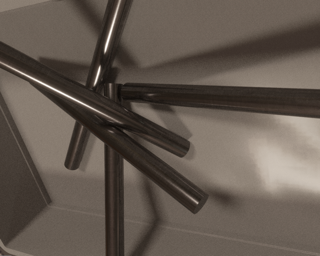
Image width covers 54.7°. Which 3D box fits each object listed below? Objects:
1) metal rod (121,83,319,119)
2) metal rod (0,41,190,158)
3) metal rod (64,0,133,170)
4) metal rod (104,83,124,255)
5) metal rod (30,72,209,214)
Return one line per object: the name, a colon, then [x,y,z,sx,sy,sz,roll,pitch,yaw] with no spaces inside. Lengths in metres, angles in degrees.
metal rod: [0.075,-0.029,0.309,0.300,0.025,0.025,8,123,38]
metal rod: [-0.091,-0.037,0.353,0.301,0.025,0.025,28,133,-22]
metal rod: [-0.095,-0.043,0.430,0.025,0.025,0.298,32,129,6]
metal rod: [-0.061,0.091,0.413,0.025,0.025,0.298,1,93,27]
metal rod: [-0.069,0.003,0.383,0.300,0.025,0.025,34,131,27]
